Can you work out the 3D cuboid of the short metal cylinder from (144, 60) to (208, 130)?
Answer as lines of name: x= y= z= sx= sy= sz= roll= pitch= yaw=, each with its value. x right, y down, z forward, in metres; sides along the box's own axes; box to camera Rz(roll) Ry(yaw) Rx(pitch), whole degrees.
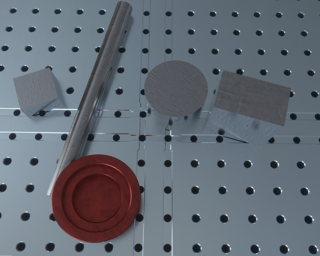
short metal cylinder: x=0.020 y=-0.043 z=0.414 sx=0.081 sy=0.050 sz=0.080 roll=0 pitch=70 yaw=0

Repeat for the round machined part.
round machined part: x=-0.074 y=0.084 z=0.367 sx=0.099 sy=0.042 sz=0.098 roll=3 pitch=71 yaw=-8

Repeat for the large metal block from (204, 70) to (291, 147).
large metal block: x=0.106 y=-0.022 z=0.392 sx=0.080 sy=0.080 sz=0.050 roll=16 pitch=71 yaw=5

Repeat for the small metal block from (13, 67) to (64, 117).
small metal block: x=-0.168 y=-0.049 z=0.428 sx=0.050 sy=0.025 sz=0.050 roll=-19 pitch=71 yaw=-7

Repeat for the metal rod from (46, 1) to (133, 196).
metal rod: x=-0.091 y=-0.051 z=0.429 sx=0.025 sy=0.025 sz=0.299 roll=13 pitch=70 yaw=4
